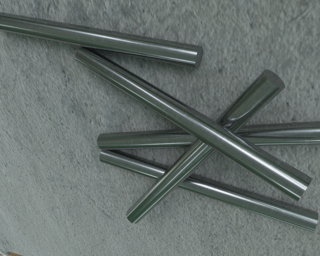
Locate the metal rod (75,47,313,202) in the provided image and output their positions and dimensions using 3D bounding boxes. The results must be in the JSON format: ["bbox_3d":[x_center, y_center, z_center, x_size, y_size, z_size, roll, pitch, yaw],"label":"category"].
[{"bbox_3d":[0.015,-0.020,0.337,0.300,0.025,0.025,33,130,25],"label":"metal rod"}]

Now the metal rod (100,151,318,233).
[{"bbox_3d":[0.052,0.078,0.426,0.301,0.025,0.025,15,125,19],"label":"metal rod"}]

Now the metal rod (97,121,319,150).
[{"bbox_3d":[0.046,0.012,0.389,0.300,0.025,0.025,-3,117,29],"label":"metal rod"}]

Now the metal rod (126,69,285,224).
[{"bbox_3d":[0.033,0.044,0.381,0.025,0.025,0.298,40,129,1],"label":"metal rod"}]

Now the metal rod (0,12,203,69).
[{"bbox_3d":[-0.095,-0.114,0.384,0.301,0.025,0.025,15,125,19],"label":"metal rod"}]
